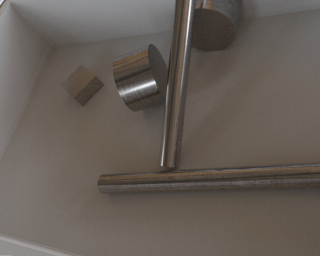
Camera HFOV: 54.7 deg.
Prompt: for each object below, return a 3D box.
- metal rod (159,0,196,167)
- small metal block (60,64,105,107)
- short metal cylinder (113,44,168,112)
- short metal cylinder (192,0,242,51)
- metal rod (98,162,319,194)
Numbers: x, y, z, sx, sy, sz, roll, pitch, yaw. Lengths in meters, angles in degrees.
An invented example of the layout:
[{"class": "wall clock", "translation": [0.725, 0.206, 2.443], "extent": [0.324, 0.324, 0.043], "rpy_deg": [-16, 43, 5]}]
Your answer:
[{"class": "metal rod", "translation": [0.026, -0.103, 0.370], "extent": [0.025, 0.025, 0.298], "rpy_deg": [6, 91, 31]}, {"class": "small metal block", "translation": [-0.129, -0.071, 0.515], "extent": [0.050, 0.025, 0.050], "rpy_deg": [-47, 52, -5]}, {"class": "short metal cylinder", "translation": [-0.021, -0.067, 0.421], "extent": [0.050, 0.080, 0.080], "rpy_deg": [-17, 55, 19]}, {"class": "short metal cylinder", "translation": [0.068, -0.152, 0.427], "extent": [0.080, 0.080, 0.050], "rpy_deg": [2, 63, 29]}, {"class": "metal rod", "translation": [0.064, 0.056, 0.337], "extent": [0.301, 0.025, 0.025], "rpy_deg": [-7, 59, 24]}]
